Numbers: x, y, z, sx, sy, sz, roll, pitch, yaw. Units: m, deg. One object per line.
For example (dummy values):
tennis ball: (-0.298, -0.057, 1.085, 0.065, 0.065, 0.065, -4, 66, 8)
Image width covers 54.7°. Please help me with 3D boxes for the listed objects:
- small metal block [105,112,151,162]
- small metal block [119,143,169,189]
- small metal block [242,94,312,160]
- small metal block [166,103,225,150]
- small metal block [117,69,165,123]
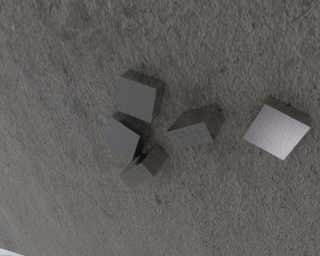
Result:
small metal block: (-0.046, 0.011, 0.434, 0.050, 0.025, 0.050, 33, 129, 17)
small metal block: (-0.022, 0.053, 0.435, 0.050, 0.050, 0.025, -33, 100, 38)
small metal block: (0.127, -0.001, 0.339, 0.050, 0.025, 0.050, 30, 128, 9)
small metal block: (0.043, -0.002, 0.367, 0.050, 0.050, 0.025, -16, 110, 34)
small metal block: (-0.025, -0.041, 0.395, 0.050, 0.025, 0.050, 21, 127, 15)
